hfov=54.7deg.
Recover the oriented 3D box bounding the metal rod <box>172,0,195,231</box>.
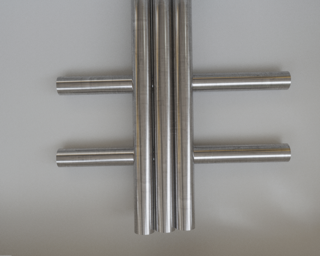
[{"bbox_3d":[0.029,-0.026,0.384,0.025,0.025,0.298,-1,90,0],"label":"metal rod"}]

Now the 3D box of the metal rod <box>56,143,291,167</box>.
[{"bbox_3d":[0.018,0.036,0.410,0.302,0.025,0.025,-1,90,0],"label":"metal rod"}]

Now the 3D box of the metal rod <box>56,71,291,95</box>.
[{"bbox_3d":[0.018,-0.059,0.410,0.302,0.025,0.025,-1,90,0],"label":"metal rod"}]

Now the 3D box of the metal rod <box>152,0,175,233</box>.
[{"bbox_3d":[0.004,-0.023,0.384,0.025,0.025,0.298,-1,90,0],"label":"metal rod"}]

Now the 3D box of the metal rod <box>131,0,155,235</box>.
[{"bbox_3d":[-0.022,-0.021,0.384,0.025,0.025,0.298,-1,90,0],"label":"metal rod"}]
